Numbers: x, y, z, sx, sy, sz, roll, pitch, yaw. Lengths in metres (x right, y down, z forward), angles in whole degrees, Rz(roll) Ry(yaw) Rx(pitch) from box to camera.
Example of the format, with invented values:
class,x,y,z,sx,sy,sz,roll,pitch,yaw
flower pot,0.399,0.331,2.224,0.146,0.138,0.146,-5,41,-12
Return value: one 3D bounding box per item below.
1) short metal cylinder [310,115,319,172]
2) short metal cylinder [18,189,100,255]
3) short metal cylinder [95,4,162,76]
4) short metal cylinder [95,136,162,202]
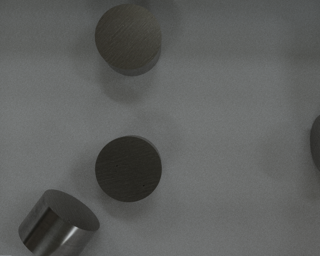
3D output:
class,x,y,z,sx,sy,sz,roll,pitch,yaw
short metal cylinder,0.232,0.020,0.387,0.050,0.080,0.079,-2,90,0
short metal cylinder,-0.123,0.121,0.382,0.080,0.080,0.050,36,90,-1
short metal cylinder,-0.038,-0.110,0.398,0.081,0.050,0.079,0,90,-1
short metal cylinder,-0.038,0.050,0.398,0.081,0.050,0.079,0,90,-1
